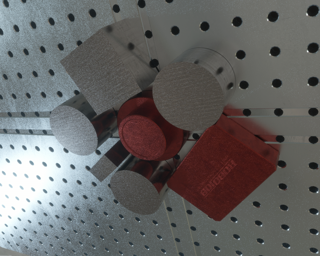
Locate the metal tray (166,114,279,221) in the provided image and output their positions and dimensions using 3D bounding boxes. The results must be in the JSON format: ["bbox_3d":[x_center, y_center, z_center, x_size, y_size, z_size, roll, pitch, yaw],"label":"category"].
[{"bbox_3d":[0.076,0.055,0.401,0.090,0.030,0.129,35,129,5],"label":"metal tray"}]

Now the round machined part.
[{"bbox_3d":[-0.015,0.004,0.410,0.098,0.042,0.097,13,124,21],"label":"round machined part"}]

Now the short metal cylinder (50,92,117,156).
[{"bbox_3d":[-0.110,-0.007,0.448,0.080,0.050,0.079,13,124,21],"label":"short metal cylinder"}]

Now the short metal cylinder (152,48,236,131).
[{"bbox_3d":[0.039,-0.043,0.347,0.080,0.050,0.079,13,124,21],"label":"short metal cylinder"}]

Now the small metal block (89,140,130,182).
[{"bbox_3d":[-0.071,0.047,0.460,0.025,0.050,0.050,45,129,-3],"label":"small metal block"}]

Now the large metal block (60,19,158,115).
[{"bbox_3d":[-0.061,-0.073,0.382,0.080,0.050,0.080,-23,106,36],"label":"large metal block"}]

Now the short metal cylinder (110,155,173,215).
[{"bbox_3d":[-0.026,0.080,0.458,0.080,0.050,0.079,13,124,21],"label":"short metal cylinder"}]
